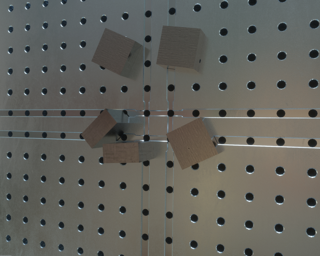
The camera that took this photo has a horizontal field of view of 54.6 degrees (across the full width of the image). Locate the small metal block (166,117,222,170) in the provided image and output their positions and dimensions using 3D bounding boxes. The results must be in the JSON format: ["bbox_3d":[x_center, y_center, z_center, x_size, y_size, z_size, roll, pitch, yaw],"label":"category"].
[{"bbox_3d":[0.043,0.020,0.398,0.050,0.025,0.050,-27,81,18],"label":"small metal block"}]

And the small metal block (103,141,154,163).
[{"bbox_3d":[-0.041,0.031,0.414,0.050,0.050,0.025,-3,89,20],"label":"small metal block"}]

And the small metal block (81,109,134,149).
[{"bbox_3d":[-0.071,0.001,0.425,0.050,0.050,0.025,-44,76,15],"label":"small metal block"}]

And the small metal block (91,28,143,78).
[{"bbox_3d":[-0.060,-0.105,0.434,0.050,0.025,0.050,28,99,17],"label":"small metal block"}]

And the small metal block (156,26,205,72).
[{"bbox_3d":[0.027,-0.103,0.403,0.050,0.025,0.050,11,94,19],"label":"small metal block"}]
